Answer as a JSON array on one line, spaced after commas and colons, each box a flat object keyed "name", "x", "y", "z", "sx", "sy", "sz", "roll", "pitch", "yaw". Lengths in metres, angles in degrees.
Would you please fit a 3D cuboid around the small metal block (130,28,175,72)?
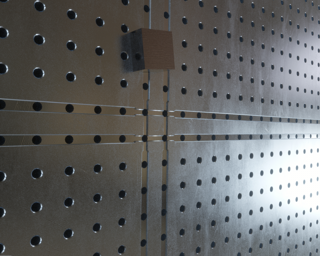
[{"name": "small metal block", "x": -0.009, "y": -0.100, "z": 0.403, "sx": 0.050, "sy": 0.025, "sz": 0.050, "roll": -9, "pitch": 96, "yaw": -40}]
